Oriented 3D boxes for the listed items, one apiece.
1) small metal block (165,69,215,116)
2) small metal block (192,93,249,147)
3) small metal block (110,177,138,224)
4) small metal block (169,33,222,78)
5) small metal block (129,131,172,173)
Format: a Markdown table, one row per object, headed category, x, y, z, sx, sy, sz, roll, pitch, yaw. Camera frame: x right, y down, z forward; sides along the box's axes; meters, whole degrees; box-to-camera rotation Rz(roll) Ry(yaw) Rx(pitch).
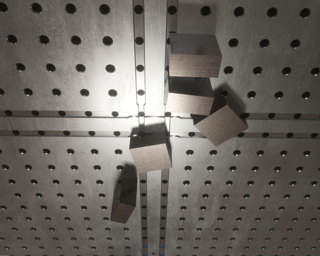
| category | x | y | z | sx | sy | sz | roll | pitch | yaw |
| --- | --- | --- | --- | --- | --- | --- | --- | --- | --- |
| small metal block | 0.032 | -0.042 | 0.360 | 0.050 | 0.050 | 0.025 | 6 | 130 | -6 |
| small metal block | 0.078 | -0.010 | 0.405 | 0.050 | 0.025 | 0.050 | -34 | 123 | 25 |
| small metal block | -0.057 | 0.115 | 0.493 | 0.025 | 0.050 | 0.050 | 17 | 128 | -15 |
| small metal block | 0.035 | -0.078 | 0.329 | 0.050 | 0.050 | 0.025 | 2 | 130 | -2 |
| small metal block | -0.012 | 0.035 | 0.442 | 0.050 | 0.025 | 0.050 | -10 | 130 | 7 |
